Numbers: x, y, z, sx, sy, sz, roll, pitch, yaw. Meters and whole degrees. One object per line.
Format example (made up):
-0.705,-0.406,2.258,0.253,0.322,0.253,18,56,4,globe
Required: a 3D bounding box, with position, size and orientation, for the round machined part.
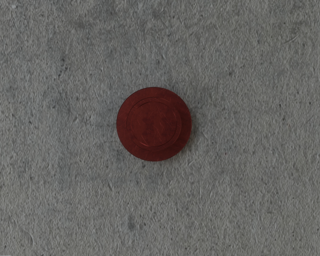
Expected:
-0.008,-0.005,0.402,0.099,0.042,0.097,0,90,-1,round machined part
